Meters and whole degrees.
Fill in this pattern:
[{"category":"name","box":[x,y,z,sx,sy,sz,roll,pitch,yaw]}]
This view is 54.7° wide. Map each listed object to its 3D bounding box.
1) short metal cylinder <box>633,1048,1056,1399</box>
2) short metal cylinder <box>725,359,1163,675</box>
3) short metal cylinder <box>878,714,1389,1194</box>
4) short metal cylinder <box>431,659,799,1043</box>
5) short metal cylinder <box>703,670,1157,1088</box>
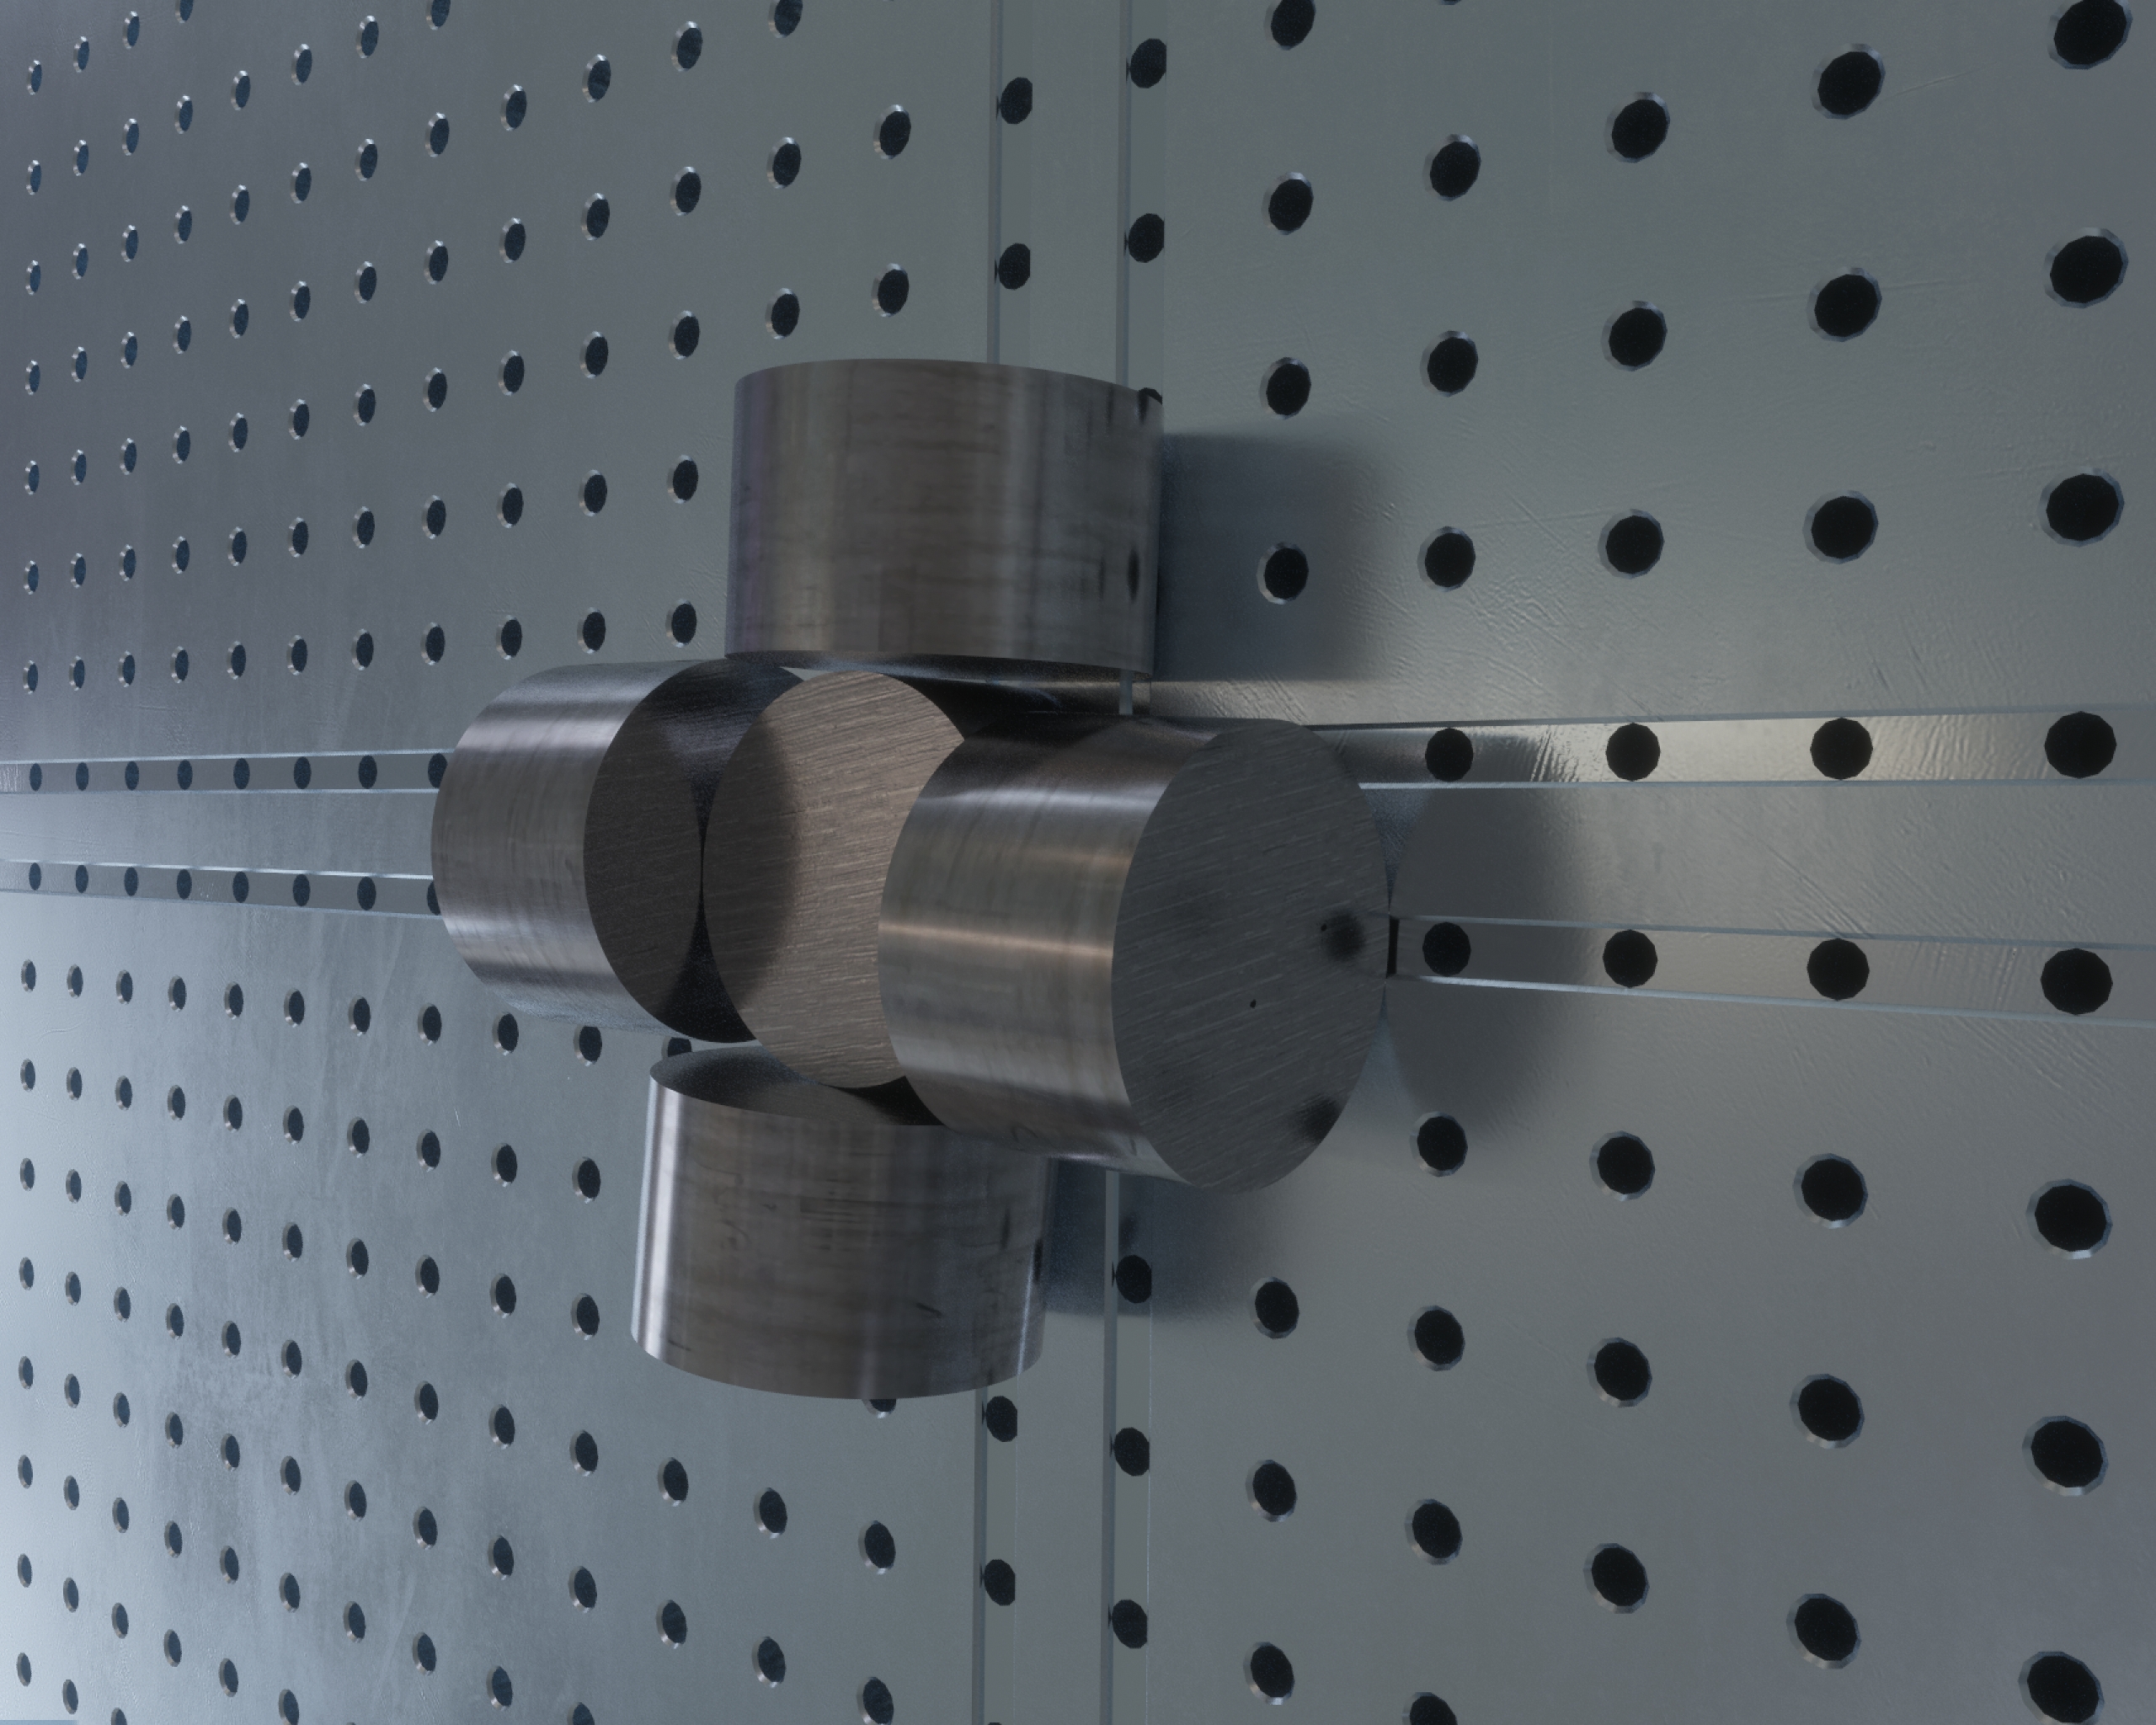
[{"category":"short metal cylinder","box":[-0.045,0.068,0.409,0.080,0.081,0.050,8,95,39]},{"category":"short metal cylinder","box":[-0.025,-0.062,0.394,0.080,0.081,0.050,4,92,40]},{"category":"short metal cylinder","box":[0.012,0.014,0.364,0.050,0.081,0.079,5,93,39]},{"category":"short metal cylinder","box":[-0.089,-0.003,0.447,0.050,0.081,0.079,2,92,39]},{"category":"short metal cylinder","box":[-0.029,0.003,0.418,0.080,0.050,0.080,0,90,38]}]
